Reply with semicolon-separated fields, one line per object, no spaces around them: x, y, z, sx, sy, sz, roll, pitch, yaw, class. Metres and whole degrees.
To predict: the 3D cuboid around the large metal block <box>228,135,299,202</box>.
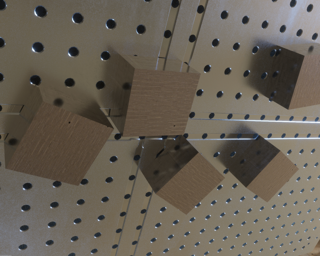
0.179;0.072;0.536;0.080;0.050;0.080;-49;129;7;large metal block

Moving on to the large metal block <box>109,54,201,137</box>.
-0.008;-0.038;0.367;0.081;0.050;0.079;-1;119;-28;large metal block

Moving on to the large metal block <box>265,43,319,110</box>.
0.213;-0.079;0.462;0.081;0.050;0.079;-10;123;-23;large metal block

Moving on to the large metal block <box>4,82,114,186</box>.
-0.111;0.009;0.339;0.080;0.050;0.080;24;105;-37;large metal block

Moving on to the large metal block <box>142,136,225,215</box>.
0.035;0.069;0.456;0.080;0.050;0.080;-45;129;3;large metal block
